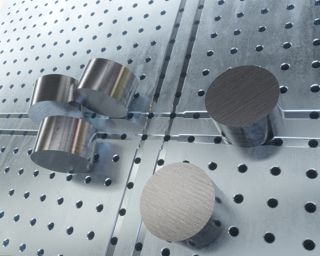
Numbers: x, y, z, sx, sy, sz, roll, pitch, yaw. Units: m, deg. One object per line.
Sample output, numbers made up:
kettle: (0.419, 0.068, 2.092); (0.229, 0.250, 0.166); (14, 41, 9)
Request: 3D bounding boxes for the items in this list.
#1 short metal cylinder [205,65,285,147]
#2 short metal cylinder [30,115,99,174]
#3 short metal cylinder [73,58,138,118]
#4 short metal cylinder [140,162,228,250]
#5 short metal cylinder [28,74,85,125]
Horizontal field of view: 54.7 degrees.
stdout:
short metal cylinder: (0.098, -0.025, 0.356); (0.080, 0.050, 0.080); (-13, 56, 21)
short metal cylinder: (-0.129, 0.025, 0.425); (0.080, 0.080, 0.050); (-9, 58, 23)
short metal cylinder: (-0.077, -0.056, 0.448); (0.080, 0.080, 0.050); (5, 64, 30)
short metal cylinder: (0.026, 0.083, 0.328); (0.080, 0.050, 0.080); (-13, 56, 21)
short metal cylinder: (-0.156, -0.038, 0.478); (0.080, 0.080, 0.050); (-16, 56, 19)
